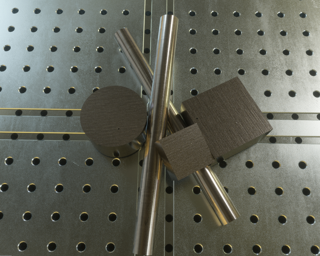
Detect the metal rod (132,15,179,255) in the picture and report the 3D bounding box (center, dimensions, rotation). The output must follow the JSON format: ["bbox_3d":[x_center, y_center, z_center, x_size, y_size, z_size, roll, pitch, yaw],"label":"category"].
[{"bbox_3d":[-0.004,-0.001,0.387,0.025,0.025,0.299,6,78,2],"label":"metal rod"}]

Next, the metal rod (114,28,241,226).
[{"bbox_3d":[0.014,-0.014,0.413,0.025,0.025,0.299,-27,73,-9],"label":"metal rod"}]

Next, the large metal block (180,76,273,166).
[{"bbox_3d":[0.081,-0.007,0.397,0.080,0.050,0.080,-26,72,-9],"label":"large metal block"}]

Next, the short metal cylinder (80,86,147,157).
[{"bbox_3d":[-0.056,-0.007,0.397,0.081,0.050,0.080,0,70,-1],"label":"short metal cylinder"}]

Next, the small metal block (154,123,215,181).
[{"bbox_3d":[0.028,0.028,0.364,0.050,0.025,0.050,-24,87,-17],"label":"small metal block"}]
